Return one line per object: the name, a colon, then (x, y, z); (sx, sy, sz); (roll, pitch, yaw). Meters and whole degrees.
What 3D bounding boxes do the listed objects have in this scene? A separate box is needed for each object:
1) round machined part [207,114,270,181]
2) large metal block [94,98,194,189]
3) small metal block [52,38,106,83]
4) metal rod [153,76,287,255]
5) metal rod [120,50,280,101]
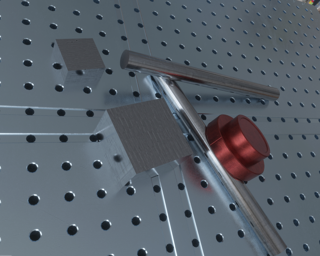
round machined part: (0.113, 0.020, 0.428); (0.098, 0.042, 0.098); (33, 35, -26)
large metal block: (-0.020, 0.016, 0.372); (0.081, 0.050, 0.080); (-15, 70, -35)
small metal block: (-0.107, -0.090, 0.406); (0.050, 0.025, 0.050); (-13, 69, -34)
metal rod: (0.073, 0.034, 0.429); (0.025, 0.025, 0.299); (-23, 74, -36)
metal rod: (0.080, -0.073, 0.475); (0.302, 0.025, 0.025); (6, 59, -34)
